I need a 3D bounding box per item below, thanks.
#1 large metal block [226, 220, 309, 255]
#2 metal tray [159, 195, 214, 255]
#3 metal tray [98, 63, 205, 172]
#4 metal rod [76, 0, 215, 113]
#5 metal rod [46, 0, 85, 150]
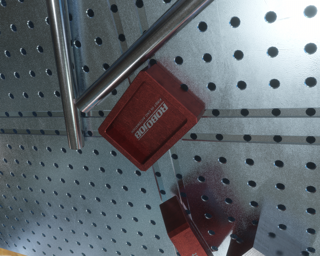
[{"bbox_3d":[0.146,0.189,0.434,0.080,0.050,0.079,34,129,5],"label":"large metal block"},{"bbox_3d":[0.049,0.172,0.448,0.030,0.090,0.130,-31,105,0],"label":"metal tray"},{"bbox_3d":[-0.016,-0.009,0.409,0.090,0.030,0.129,42,129,-2],"label":"metal tray"},{"bbox_3d":[-0.011,-0.098,0.355,0.299,0.025,0.025,-33,100,38],"label":"metal rod"},{"bbox_3d":[-0.129,-0.098,0.416,0.025,0.025,0.298,15,125,19],"label":"metal rod"}]
